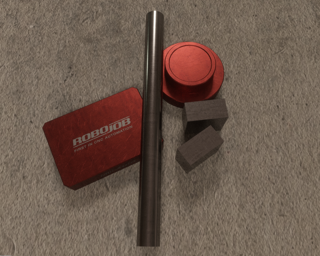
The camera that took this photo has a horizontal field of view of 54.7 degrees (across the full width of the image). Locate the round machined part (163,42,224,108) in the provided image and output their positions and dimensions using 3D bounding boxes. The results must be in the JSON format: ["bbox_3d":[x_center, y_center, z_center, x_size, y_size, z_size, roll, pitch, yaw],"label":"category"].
[{"bbox_3d":[0.040,-0.079,0.429,0.099,0.042,0.098,0,70,-1],"label":"round machined part"}]

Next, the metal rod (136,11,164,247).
[{"bbox_3d":[-0.010,-0.015,0.380,0.025,0.025,0.299,1,70,0],"label":"metal rod"}]

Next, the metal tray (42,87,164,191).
[{"bbox_3d":[-0.072,0.012,0.400,0.131,0.030,0.090,-24,72,-9],"label":"metal tray"}]

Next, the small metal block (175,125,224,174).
[{"bbox_3d":[0.048,0.028,0.385,0.050,0.050,0.025,-34,74,-12],"label":"small metal block"}]

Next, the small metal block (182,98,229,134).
[{"bbox_3d":[0.056,-0.014,0.401,0.050,0.050,0.025,-6,70,-3],"label":"small metal block"}]
